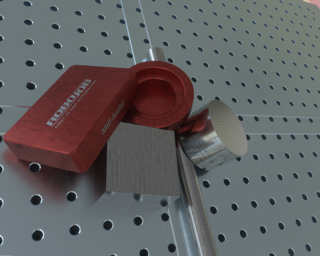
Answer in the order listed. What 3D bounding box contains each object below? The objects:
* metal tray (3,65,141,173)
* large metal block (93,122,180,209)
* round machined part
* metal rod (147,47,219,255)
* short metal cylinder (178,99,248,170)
[{"bbox_3d":[-0.089,-0.018,0.336,0.090,0.030,0.130,8,48,23],"label":"metal tray"},{"bbox_3d":[-0.028,0.044,0.350,0.081,0.050,0.080,10,58,-23],"label":"large metal block"},{"bbox_3d":[-0.007,-0.035,0.398,0.099,0.042,0.098,0,64,0],"label":"round machined part"},{"bbox_3d":[0.023,0.016,0.411,0.025,0.025,0.299,1,61,-28],"label":"metal rod"},{"bbox_3d":[0.070,0.009,0.407,0.080,0.050,0.080,31,43,-33],"label":"short metal cylinder"}]
